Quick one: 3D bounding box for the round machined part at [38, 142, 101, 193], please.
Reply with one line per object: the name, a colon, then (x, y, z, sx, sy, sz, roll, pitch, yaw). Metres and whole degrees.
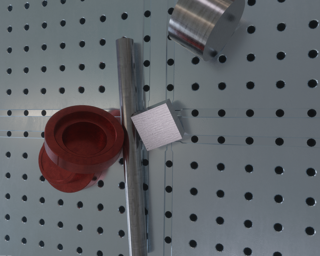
round machined part: (-0.135, 0.046, 0.451, 0.098, 0.042, 0.097, 0, 90, 20)

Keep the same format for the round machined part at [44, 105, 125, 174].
round machined part: (-0.099, 0.019, 0.406, 0.098, 0.099, 0.042, 39, 138, 15)

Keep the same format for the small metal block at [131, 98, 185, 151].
small metal block: (-0.002, -0.004, 0.405, 0.050, 0.025, 0.050, -21, 103, 18)

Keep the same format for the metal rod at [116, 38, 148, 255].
metal rod: (-0.039, 0.028, 0.426, 0.025, 0.025, 0.298, -4, 89, 20)

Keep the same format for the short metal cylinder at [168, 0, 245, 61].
short metal cylinder: (0.055, -0.126, 0.364, 0.050, 0.080, 0.080, 37, 102, 16)
